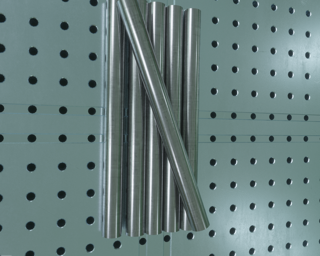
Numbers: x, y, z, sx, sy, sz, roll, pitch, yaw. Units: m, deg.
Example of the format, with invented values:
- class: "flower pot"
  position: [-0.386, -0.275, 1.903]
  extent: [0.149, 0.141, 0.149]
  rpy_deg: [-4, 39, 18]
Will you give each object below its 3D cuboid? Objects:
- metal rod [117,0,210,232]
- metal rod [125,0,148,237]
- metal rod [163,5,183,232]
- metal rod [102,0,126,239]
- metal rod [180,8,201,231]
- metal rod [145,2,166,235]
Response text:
- class: "metal rod"
  position: [0.007, -0.012, 0.388]
  extent: [0.025, 0.025, 0.299]
  rpy_deg: [-20, 97, -19]
- class: "metal rod"
  position: [-0.030, -0.013, 0.400]
  extent: [0.025, 0.025, 0.298]
  rpy_deg: [1, 90, -20]
- class: "metal rod"
  position: [0.016, -0.012, 0.419]
  extent: [0.025, 0.025, 0.298]
  rpy_deg: [1, 90, -20]
- class: "metal rod"
  position: [-0.058, -0.015, 0.390]
  extent: [0.025, 0.025, 0.298]
  rpy_deg: [1, 90, -20]
- class: "metal rod"
  position: [0.041, -0.012, 0.428]
  extent: [0.025, 0.025, 0.298]
  rpy_deg: [1, 90, -20]
- class: "metal rod"
  position: [-0.007, -0.013, 0.409]
  extent: [0.025, 0.025, 0.298]
  rpy_deg: [1, 90, -20]
